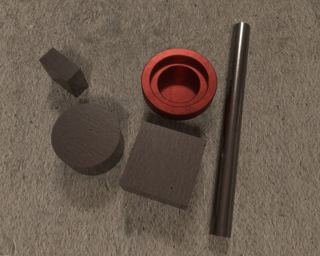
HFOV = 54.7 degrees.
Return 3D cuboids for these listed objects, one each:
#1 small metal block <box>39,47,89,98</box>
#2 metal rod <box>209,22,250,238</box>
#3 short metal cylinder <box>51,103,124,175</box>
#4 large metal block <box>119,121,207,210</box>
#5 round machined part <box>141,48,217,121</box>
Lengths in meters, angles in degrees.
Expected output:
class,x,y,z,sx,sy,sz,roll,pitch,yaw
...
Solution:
class,x,y,z,sx,sy,sz,roll,pitch,yaw
small metal block,-0.129,-0.074,0.420,0.050,0.050,0.025,37,74,12
metal rod,0.096,-0.012,0.413,0.025,0.025,0.299,10,70,3
short metal cylinder,-0.088,0.016,0.388,0.081,0.050,0.080,0,70,0
large metal block,0.005,0.047,0.378,0.080,0.050,0.080,17,71,6
round machined part,0.025,-0.055,0.419,0.099,0.042,0.098,0,70,-1
